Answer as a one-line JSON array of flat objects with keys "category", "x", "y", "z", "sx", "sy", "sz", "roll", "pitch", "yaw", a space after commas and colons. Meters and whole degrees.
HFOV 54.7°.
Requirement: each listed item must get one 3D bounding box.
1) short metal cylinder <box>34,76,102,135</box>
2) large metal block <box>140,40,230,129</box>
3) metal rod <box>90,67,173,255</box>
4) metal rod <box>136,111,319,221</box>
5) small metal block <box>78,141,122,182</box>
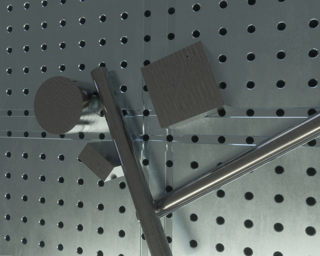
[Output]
[{"category": "short metal cylinder", "x": -0.131, "y": -0.031, "z": 0.445, "sx": 0.080, "sy": 0.050, "sz": 0.079, "roll": 0, "pitch": 90, "yaw": 20}, {"category": "large metal block", "x": 0.033, "y": -0.050, "z": 0.388, "sx": 0.080, "sy": 0.050, "sz": 0.080, "roll": -21, "pitch": 83, "yaw": 18}, {"category": "metal rod", "x": -0.036, "y": 0.054, "z": 0.405, "sx": 0.025, "sy": 0.025, "sz": 0.299, "roll": -26, "pitch": 74, "yaw": 18}, {"category": "metal rod", "x": 0.097, "y": 0.046, "z": 0.378, "sx": 0.300, "sy": 0.025, "sz": 0.025, "roll": -32, "pitch": 80, "yaw": 17}, {"category": "small metal block", "x": -0.075, "y": 0.044, "z": 0.426, "sx": 0.050, "sy": 0.050, "sz": 0.025, "roll": 39, "pitch": 103, "yaw": 15}]
